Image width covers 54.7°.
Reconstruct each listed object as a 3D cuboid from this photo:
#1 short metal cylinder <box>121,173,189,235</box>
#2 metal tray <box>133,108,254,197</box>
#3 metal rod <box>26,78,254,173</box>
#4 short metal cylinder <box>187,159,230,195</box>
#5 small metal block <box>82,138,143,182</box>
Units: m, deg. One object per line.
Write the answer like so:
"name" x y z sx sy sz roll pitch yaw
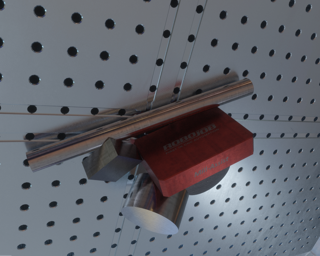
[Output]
"short metal cylinder" -0.006 0.104 0.423 0.080 0.080 0.050 56 44 -39
"metal tray" 0.042 0.025 0.403 0.131 0.090 0.030 -24 127 -14
"metal rod" -0.011 -0.010 0.394 0.302 0.025 0.025 -20 126 -17
"short metal cylinder" 0.053 0.050 0.444 0.081 0.050 0.079 -18 135 -19
"small metal block" -0.058 0.041 0.384 0.050 0.025 0.050 -39 151 18
